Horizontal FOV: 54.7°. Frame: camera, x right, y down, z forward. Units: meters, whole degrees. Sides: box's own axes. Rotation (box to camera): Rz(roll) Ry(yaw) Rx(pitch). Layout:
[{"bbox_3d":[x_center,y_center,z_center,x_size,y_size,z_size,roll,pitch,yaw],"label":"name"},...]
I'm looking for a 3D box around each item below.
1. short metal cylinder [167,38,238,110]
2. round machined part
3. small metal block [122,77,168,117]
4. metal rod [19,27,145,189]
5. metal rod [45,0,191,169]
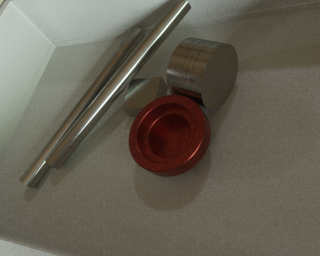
[{"bbox_3d":[0.054,-0.068,0.383,0.050,0.080,0.080,23,74,36],"label":"short metal cylinder"},{"bbox_3d":[0.015,0.012,0.375,0.098,0.042,0.098,-13,61,24],"label":"round machined part"},{"bbox_3d":[-0.021,-0.044,0.442,0.050,0.025,0.050,0,62,27],"label":"small metal block"},{"bbox_3d":[-0.116,-0.040,0.488,0.025,0.025,0.300,24,74,36],"label":"metal rod"},{"bbox_3d":[-0.060,-0.064,0.445,0.300,0.025,0.025,-51,52,1],"label":"metal rod"}]
